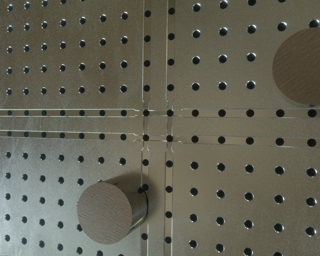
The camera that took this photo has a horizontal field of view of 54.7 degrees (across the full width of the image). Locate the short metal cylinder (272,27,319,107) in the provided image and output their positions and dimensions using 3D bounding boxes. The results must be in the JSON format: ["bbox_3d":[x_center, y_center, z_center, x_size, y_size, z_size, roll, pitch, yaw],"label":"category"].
[{"bbox_3d":[0.166,-0.063,0.340,0.080,0.050,0.079,0,90,20],"label":"short metal cylinder"}]

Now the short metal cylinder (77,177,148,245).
[{"bbox_3d":[-0.064,0.110,0.422,0.080,0.050,0.079,0,90,20],"label":"short metal cylinder"}]
